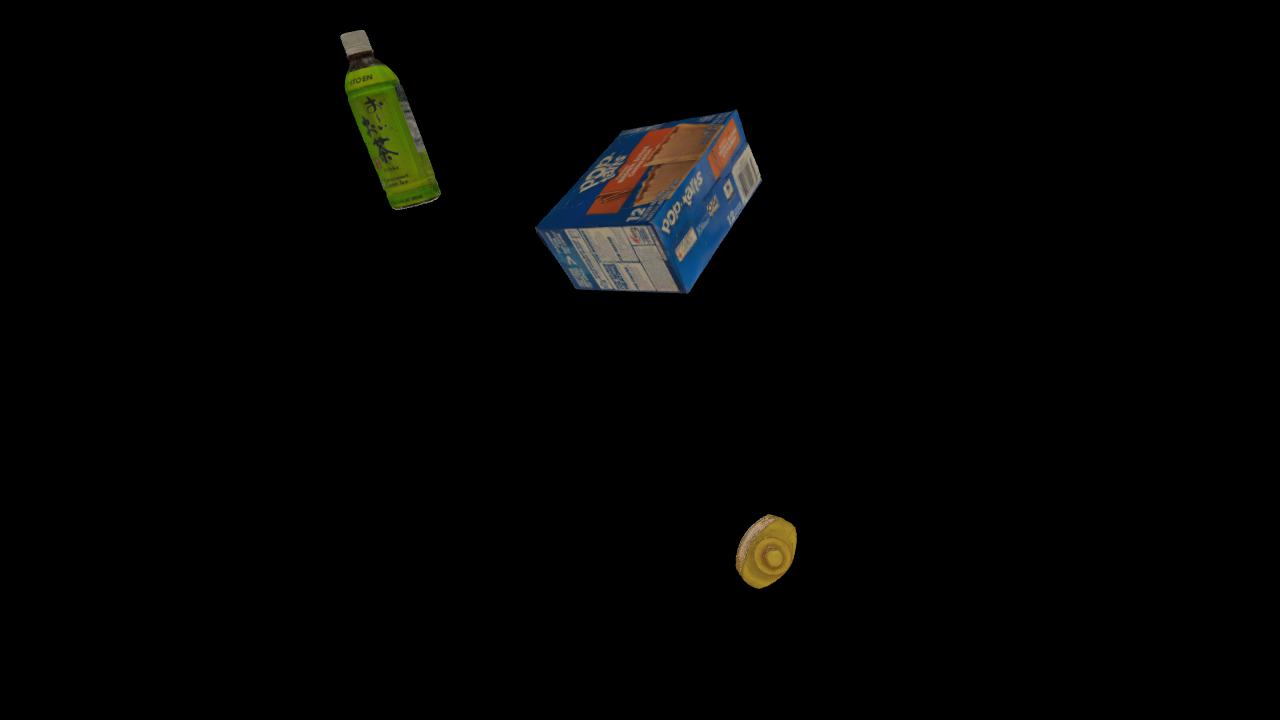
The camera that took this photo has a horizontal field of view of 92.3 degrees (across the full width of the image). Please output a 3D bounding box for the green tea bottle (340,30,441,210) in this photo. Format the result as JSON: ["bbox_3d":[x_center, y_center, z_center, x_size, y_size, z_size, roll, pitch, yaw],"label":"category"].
[{"bbox_3d":[-0.326,-0.306,0.793,0.073,0.212,0.073,-11,23,5],"label":"green tea bottle"}]

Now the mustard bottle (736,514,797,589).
[{"bbox_3d":[0.155,0.235,0.754,0.054,0.092,0.184,39,-6,13],"label":"mustard bottle"}]

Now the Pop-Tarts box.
[{"bbox_3d":[0.012,-0.149,0.585,0.141,0.167,0.083,7,-38,39],"label":"Pop-Tarts box"}]
